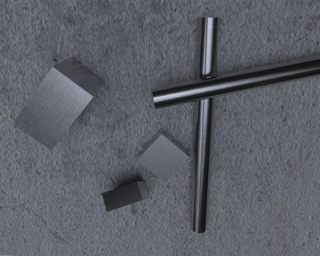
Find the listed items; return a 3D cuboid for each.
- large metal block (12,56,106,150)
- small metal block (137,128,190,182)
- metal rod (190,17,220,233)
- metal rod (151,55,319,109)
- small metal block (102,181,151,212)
[{"bbox_3d":[-0.115,-0.032,0.367,0.050,0.080,0.080,38,106,-13],"label":"large metal block"},{"bbox_3d":[0.004,0.037,0.423,0.050,0.025,0.050,39,105,-14],"label":"small metal block"},{"bbox_3d":[0.058,0.010,0.414,0.025,0.025,0.298,0,110,0],"label":"metal rod"},{"bbox_3d":[0.139,-0.064,0.370,0.302,0.025,0.025,-12,110,-4],"label":"metal rod"},{"bbox_3d":[-0.045,0.093,0.427,0.050,0.050,0.025,-20,78,7],"label":"small metal block"}]
